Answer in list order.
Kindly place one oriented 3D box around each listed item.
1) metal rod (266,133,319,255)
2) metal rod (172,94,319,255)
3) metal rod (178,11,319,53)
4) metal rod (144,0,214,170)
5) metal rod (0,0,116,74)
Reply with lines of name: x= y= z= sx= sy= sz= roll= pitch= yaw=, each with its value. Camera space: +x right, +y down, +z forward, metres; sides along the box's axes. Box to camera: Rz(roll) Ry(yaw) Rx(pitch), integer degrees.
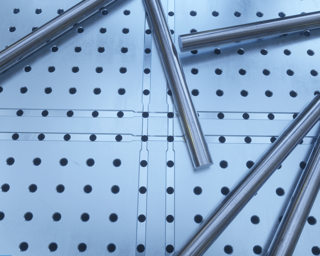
metal rod: x=0.175 y=0.088 z=0.380 sx=0.025 sy=0.025 sz=0.300 roll=29 pitch=72 yaw=10
metal rod: x=0.119 y=0.064 z=0.389 sx=0.025 sy=0.025 sz=0.301 roll=43 pitch=75 yaw=14
metal rod: x=0.176 y=-0.151 z=0.462 sx=0.302 sy=0.025 sz=0.025 roll=-12 pitch=71 yaw=-7
metal rod: x=0.019 y=-0.087 z=0.443 sx=0.025 sy=0.025 sz=0.299 roll=-14 pitch=71 yaw=-5
metal rod: x=-0.138 y=-0.165 z=0.471 sx=0.301 sy=0.025 sz=0.025 roll=-38 pitch=75 yaw=-13
